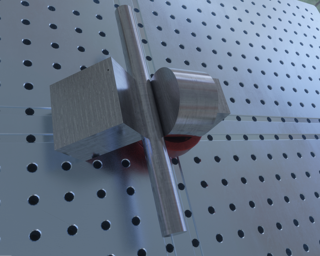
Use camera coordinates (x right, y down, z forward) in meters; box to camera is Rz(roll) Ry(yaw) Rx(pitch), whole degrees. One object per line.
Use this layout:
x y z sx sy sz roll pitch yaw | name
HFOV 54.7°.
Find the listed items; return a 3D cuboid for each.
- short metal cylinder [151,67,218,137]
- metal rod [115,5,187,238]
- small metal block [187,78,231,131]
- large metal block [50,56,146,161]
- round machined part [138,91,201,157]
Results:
0.024 -0.029 0.366 0.050 0.080 0.080 1 62 -28 | short metal cylinder
-0.018 -0.028 0.364 0.025 0.025 0.299 1 61 -28 | metal rod
0.056 -0.028 0.387 0.025 0.050 0.050 1 62 -28 | small metal block
-0.069 -0.018 0.340 0.050 0.080 0.080 40 33 -60 | large metal block
0.004 -0.006 0.403 0.099 0.042 0.098 14 56 -21 | round machined part
